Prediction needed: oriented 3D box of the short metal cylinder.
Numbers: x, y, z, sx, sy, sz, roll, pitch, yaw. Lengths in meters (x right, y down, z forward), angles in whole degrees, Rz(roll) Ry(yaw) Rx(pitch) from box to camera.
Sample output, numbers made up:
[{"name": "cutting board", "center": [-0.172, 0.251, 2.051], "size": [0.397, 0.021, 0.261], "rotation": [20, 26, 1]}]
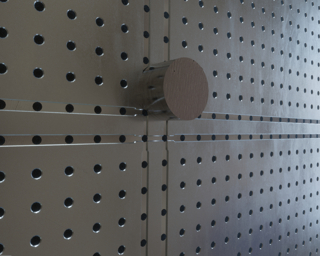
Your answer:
[{"name": "short metal cylinder", "center": [0.019, -0.049, 0.410], "size": [0.081, 0.050, 0.079], "rotation": [0, 90, -40]}]
